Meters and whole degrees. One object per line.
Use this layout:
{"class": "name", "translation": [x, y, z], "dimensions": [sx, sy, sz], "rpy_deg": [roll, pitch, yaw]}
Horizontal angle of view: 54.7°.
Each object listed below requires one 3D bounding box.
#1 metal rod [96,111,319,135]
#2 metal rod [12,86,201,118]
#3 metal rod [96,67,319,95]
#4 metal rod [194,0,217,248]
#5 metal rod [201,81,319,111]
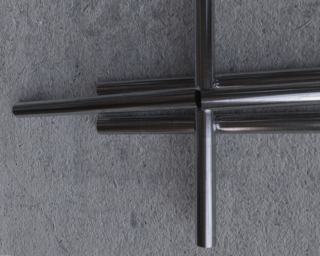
{"class": "metal rod", "translation": [0.059, -0.005, 0.388], "dimensions": [0.301, 0.025, 0.025], "rpy_deg": [-1, 90, 19]}
{"class": "metal rod", "translation": [-0.089, -0.031, 0.413], "dimensions": [0.300, 0.025, 0.025], "rpy_deg": [-1, 90, 29]}
{"class": "metal rod", "translation": [0.059, -0.054, 0.388], "dimensions": [0.301, 0.025, 0.025], "rpy_deg": [-1, 90, 19]}
{"class": "metal rod", "translation": [0.053, -0.013, 0.364], "dimensions": [0.025, 0.025, 0.298], "rpy_deg": [0, 90, 19]}
{"class": "metal rod", "translation": [0.194, -0.038, 0.316], "dimensions": [0.301, 0.025, 0.025], "rpy_deg": [-3, 89, 9]}
